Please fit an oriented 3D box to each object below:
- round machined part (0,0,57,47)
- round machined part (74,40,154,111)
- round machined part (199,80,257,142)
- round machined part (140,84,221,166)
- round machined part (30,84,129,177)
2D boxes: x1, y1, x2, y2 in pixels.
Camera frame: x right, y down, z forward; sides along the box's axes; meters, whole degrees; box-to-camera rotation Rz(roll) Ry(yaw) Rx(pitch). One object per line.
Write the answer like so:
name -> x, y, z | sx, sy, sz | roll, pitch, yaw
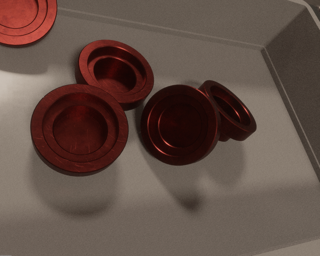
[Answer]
round machined part -> -0.176, -0.146, 0.370 | 0.099, 0.042, 0.097 | -3, 99, -21
round machined part -> -0.061, -0.063, 0.402 | 0.099, 0.042, 0.098 | 14, 56, -21
round machined part -> 0.087, -0.019, 0.442 | 0.098, 0.042, 0.098 | 30, 32, -21
round machined part -> 0.028, -0.003, 0.389 | 0.098, 0.098, 0.042 | 60, 19, 14
round machined part -> -0.087, 0.005, 0.338 | 0.099, 0.042, 0.098 | 7, 69, -18
